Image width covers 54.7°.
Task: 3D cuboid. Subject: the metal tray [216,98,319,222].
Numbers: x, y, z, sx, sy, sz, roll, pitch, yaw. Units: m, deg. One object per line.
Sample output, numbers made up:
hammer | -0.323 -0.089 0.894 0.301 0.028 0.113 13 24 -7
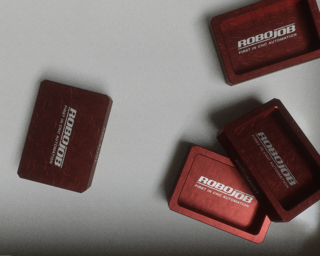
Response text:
metal tray | 0.143 0.038 0.385 0.091 0.030 0.130 -28 78 -15

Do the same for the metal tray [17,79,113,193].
metal tray | -0.123 0.011 0.408 0.090 0.030 0.129 15 90 0

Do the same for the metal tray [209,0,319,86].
metal tray | 0.140 -0.117 0.403 0.131 0.030 0.090 -17 90 5

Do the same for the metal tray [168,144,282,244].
metal tray | 0.086 0.085 0.409 0.131 0.030 0.090 22 90 0
